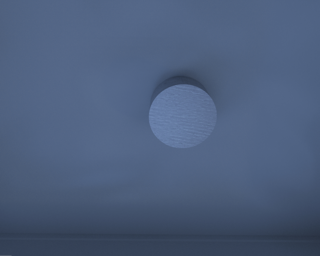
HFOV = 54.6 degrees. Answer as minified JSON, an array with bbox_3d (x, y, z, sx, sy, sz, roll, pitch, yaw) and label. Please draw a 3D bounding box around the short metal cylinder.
[{"bbox_3d":[0.027,-0.021,0.390,0.080,0.050,0.079,0,110,0],"label":"short metal cylinder"}]
